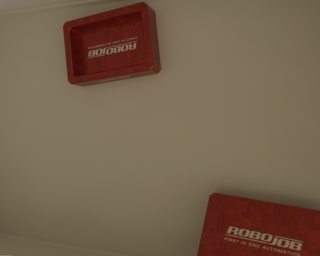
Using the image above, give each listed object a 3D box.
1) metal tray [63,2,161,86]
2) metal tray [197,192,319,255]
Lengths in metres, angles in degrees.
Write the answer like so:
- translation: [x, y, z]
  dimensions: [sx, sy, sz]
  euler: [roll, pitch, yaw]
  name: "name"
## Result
- translation: [-0.068, -0.113, 0.431]
  dimensions: [0.130, 0.030, 0.089]
  euler: [-6, 88, 19]
  name: "metal tray"
- translation: [0.113, 0.129, 0.343]
  dimensions: [0.130, 0.030, 0.090]
  euler: [6, 58, 20]
  name: "metal tray"
